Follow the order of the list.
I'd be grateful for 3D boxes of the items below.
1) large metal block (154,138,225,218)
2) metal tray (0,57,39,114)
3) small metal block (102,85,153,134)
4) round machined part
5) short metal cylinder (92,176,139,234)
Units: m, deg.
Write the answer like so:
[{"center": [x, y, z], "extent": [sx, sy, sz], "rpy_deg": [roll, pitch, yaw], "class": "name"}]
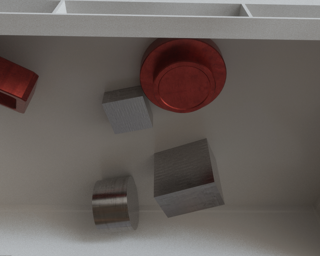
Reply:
[{"center": [0.039, 0.069, 0.433], "extent": [0.080, 0.080, 0.050], "rpy_deg": [-17, 128, 14], "class": "large metal block"}, {"center": [-0.198, -0.060, 0.318], "extent": [0.131, 0.030, 0.090], "rpy_deg": [25, 164, -21], "class": "metal tray"}, {"center": [-0.039, -0.023, 0.389], "extent": [0.050, 0.025, 0.050], "rpy_deg": [-10, 130, 8], "class": "small metal block"}, {"center": [0.026, -0.055, 0.351], "extent": [0.099, 0.042, 0.097], "rpy_deg": [-1, 130, 0], "class": "round machined part"}, {"center": [-0.065, 0.116, 0.471], "extent": [0.050, 0.080, 0.080], "rpy_deg": [-8, 130, 6], "class": "short metal cylinder"}]
